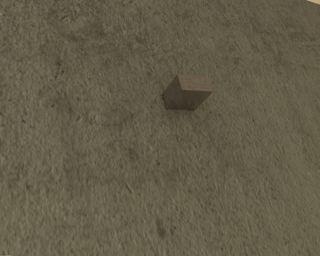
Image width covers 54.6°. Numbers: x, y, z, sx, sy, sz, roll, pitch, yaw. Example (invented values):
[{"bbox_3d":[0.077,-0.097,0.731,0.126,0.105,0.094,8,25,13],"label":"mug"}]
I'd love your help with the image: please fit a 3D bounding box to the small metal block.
[{"bbox_3d":[0.038,-0.049,0.437,0.050,0.050,0.025,0,62,-28],"label":"small metal block"}]
